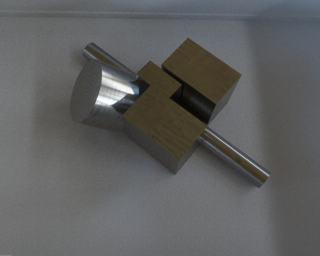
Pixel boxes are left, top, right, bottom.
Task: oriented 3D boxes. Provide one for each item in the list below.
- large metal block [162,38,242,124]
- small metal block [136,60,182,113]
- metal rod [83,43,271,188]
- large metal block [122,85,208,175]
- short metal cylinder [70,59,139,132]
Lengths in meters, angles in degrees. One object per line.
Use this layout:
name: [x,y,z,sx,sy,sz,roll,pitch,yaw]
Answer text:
large metal block: [0.049,-0.055,0.401,0.080,0.080,0.050,38,74,12]
small metal block: [-0.001,-0.049,0.388,0.050,0.050,0.025,39,75,12]
metal rod: [0.014,-0.024,0.418,0.300,0.025,0.025,37,74,12]
large metal block: [0.005,0.005,0.378,0.080,0.080,0.050,37,74,12]
short metal cylinder: [-0.070,-0.039,0.386,0.050,0.080,0.080,17,65,-37]
